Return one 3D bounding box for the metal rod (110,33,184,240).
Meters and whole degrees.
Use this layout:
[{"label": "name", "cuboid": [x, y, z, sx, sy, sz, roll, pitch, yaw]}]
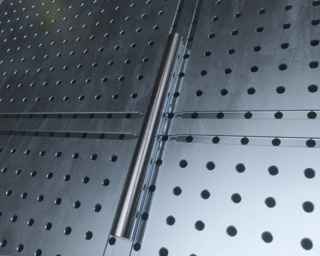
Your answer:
[{"label": "metal rod", "cuboid": [-0.010, -0.007, 0.416, 0.025, 0.025, 0.300, 1, 62, 28]}]
